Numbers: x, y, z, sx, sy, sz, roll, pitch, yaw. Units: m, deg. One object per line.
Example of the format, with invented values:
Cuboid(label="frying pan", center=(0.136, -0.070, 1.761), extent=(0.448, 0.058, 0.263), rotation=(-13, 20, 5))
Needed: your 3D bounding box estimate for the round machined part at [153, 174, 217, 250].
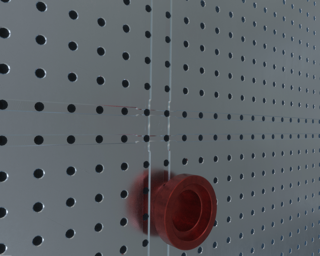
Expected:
Cuboid(label="round machined part", center=(0.030, 0.111, 0.423), extent=(0.099, 0.042, 0.097), rotation=(0, 90, -40))
